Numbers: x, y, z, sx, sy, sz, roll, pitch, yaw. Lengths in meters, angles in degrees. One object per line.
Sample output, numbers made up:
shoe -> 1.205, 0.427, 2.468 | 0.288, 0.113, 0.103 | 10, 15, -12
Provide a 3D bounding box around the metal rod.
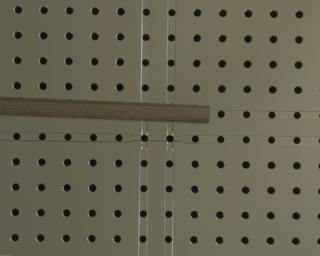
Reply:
metal rod -> -0.086, -0.024, 0.412 | 0.302, 0.025, 0.025 | 2, 90, 0
